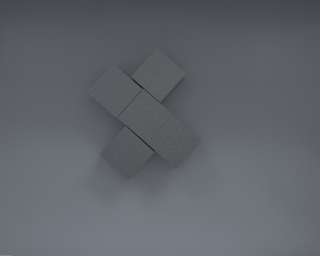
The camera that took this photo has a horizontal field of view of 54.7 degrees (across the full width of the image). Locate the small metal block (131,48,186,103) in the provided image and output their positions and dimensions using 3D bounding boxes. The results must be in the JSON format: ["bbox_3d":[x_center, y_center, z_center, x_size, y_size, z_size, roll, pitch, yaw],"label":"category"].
[{"bbox_3d":[-0.002,-0.067,0.409,0.050,0.025,0.050,42,89,0],"label":"small metal block"}]

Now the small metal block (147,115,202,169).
[{"bbox_3d":[0.019,0.018,0.409,0.050,0.025,0.050,41,90,0],"label":"small metal block"}]

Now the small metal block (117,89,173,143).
[{"bbox_3d":[-0.019,-0.015,0.408,0.050,0.025,0.050,41,90,0],"label":"small metal block"}]

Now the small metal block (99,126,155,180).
[{"bbox_3d":[-0.042,0.032,0.409,0.050,0.025,0.050,43,91,0],"label":"small metal block"}]

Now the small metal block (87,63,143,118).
[{"bbox_3d":[-0.058,-0.048,0.409,0.050,0.025,0.050,41,90,0],"label":"small metal block"}]
